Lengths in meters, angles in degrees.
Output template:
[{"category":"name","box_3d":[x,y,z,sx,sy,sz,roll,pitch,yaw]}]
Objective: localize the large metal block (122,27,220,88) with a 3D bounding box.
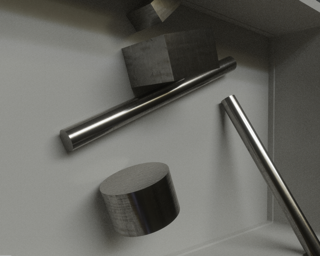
[{"category":"large metal block","box_3d":[0.013,-0.087,0.384,0.081,0.080,0.050,-22,104,-38]}]

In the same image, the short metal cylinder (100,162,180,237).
[{"category":"short metal cylinder","box_3d":[-0.022,0.079,0.354,0.081,0.080,0.050,-26,107,-37]}]

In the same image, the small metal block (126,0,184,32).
[{"category":"small metal block","box_3d":[-0.006,-0.150,0.387,0.050,0.050,0.025,-52,121,-27]}]

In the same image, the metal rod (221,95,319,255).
[{"category":"metal rod","box_3d":[0.175,0.082,0.469,0.025,0.025,0.299,-15,72,-39]}]

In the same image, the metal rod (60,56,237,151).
[{"category":"metal rod","box_3d":[0.008,-0.046,0.415,0.302,0.025,0.025,-29,109,-36]}]
